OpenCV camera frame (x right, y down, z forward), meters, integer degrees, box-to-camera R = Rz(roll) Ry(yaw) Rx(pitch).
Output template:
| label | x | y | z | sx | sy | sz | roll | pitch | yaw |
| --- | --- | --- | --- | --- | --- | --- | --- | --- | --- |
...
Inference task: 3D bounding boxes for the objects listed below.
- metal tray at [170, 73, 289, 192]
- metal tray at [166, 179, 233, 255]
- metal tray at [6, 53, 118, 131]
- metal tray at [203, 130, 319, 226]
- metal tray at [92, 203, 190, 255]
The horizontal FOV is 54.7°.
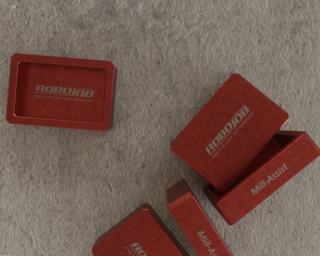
| label | x | y | z | sx | sy | sz | roll | pitch | yaw |
| --- | --- | --- | --- | --- | --- | --- | --- | --- | --- |
| metal tray | 0.088 | 0.006 | 0.402 | 0.090 | 0.030 | 0.130 | 41 | 89 | 6 |
| metal tray | 0.055 | 0.131 | 0.378 | 0.030 | 0.090 | 0.130 | -33 | 90 | 0 |
| metal tray | -0.126 | -0.045 | 0.405 | 0.131 | 0.030 | 0.089 | 5 | 90 | -1 |
| metal tray | 0.117 | 0.055 | 0.379 | 0.130 | 0.090 | 0.030 | -39 | 91 | 0 |
| metal tray | -0.014 | 0.178 | 0.407 | 0.090 | 0.030 | 0.130 | -38 | 91 | -1 |
